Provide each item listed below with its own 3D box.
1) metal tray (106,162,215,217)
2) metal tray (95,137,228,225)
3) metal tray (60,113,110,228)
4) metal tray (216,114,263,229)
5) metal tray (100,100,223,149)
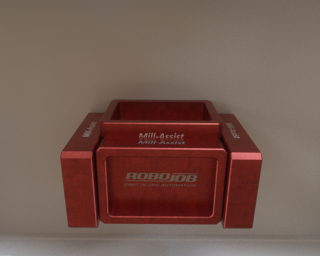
[{"bbox_3d":[0.001,0.076,0.401,0.131,0.090,0.030,0,110,0],"label":"metal tray"},{"bbox_3d":[0.001,0.057,0.331,0.131,0.030,0.089,1,110,-1],"label":"metal tray"},{"bbox_3d":[-0.080,0.043,0.369,0.030,0.130,0.089,1,111,0],"label":"metal tray"},{"bbox_3d":[0.082,0.044,0.370,0.030,0.130,0.089,1,111,0],"label":"metal tray"},{"bbox_3d":[0.002,-0.007,0.371,0.131,0.090,0.030,0,111,0],"label":"metal tray"}]
